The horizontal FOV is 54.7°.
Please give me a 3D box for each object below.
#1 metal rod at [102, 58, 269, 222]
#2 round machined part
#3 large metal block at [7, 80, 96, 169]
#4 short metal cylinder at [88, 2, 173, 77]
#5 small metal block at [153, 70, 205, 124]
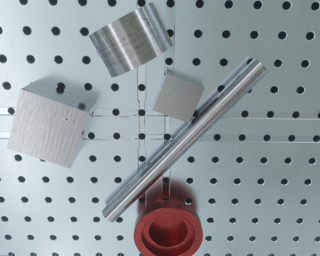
[{"bbox_3d":[0.025,0.025,0.423,0.025,0.025,0.299,41,105,-14],"label":"metal rod"},{"bbox_3d":[0.012,0.147,0.459,0.099,0.042,0.097,0,110,-1],"label":"round machined part"},{"bbox_3d":[-0.137,-0.005,0.396,0.080,0.050,0.079,20,109,-8],"label":"large metal block"},{"bbox_3d":[-0.032,-0.098,0.347,0.080,0.080,0.050,-25,108,8],"label":"short metal cylinder"},{"bbox_3d":[0.023,-0.040,0.399,0.050,0.025,0.050,20,109,-8],"label":"small metal block"}]
